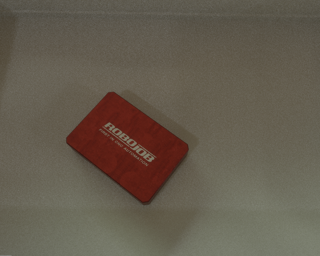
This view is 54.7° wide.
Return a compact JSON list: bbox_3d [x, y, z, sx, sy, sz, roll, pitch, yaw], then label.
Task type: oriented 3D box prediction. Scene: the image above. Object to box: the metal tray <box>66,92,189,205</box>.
[{"bbox_3d":[-0.041,0.024,0.398,0.130,0.030,0.090,36,73,12],"label":"metal tray"}]
